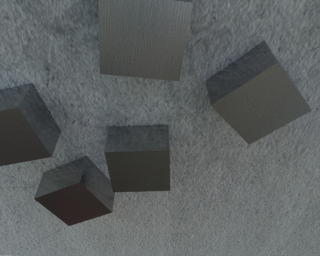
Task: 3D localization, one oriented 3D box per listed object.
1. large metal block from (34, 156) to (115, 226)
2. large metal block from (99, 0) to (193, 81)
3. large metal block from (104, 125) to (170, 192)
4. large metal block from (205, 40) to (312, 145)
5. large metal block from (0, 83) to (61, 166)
[{"bbox_3d":[-0.126,0.098,0.472,0.080,0.050,0.080,-21,127,17],"label":"large metal block"},{"bbox_3d":[-0.016,-0.097,0.308,0.081,0.050,0.079,5,130,-5],"label":"large metal block"},{"bbox_3d":[-0.027,0.043,0.427,0.081,0.050,0.079,-2,130,1],"label":"large metal block"},{"bbox_3d":[0.112,-0.038,0.360,0.080,0.050,0.080,-34,123,25],"label":"large metal block"},{"bbox_3d":[-0.184,-0.002,0.386,0.080,0.050,0.080,-11,130,8],"label":"large metal block"}]
